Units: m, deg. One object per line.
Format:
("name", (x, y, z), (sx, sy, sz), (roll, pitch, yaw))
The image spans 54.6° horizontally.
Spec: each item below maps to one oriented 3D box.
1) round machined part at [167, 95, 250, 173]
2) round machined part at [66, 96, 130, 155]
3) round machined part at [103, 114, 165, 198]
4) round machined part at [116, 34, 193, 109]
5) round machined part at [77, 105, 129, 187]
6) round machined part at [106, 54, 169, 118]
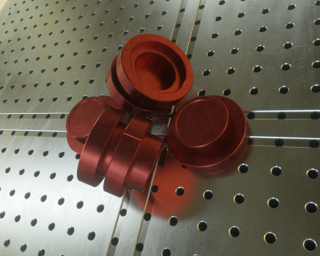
("round machined part", (0.053, 0.001, 0.370), (0.098, 0.042, 0.098), (-13, 56, 21))
("round machined part", (-0.097, -0.007, 0.453), (0.098, 0.042, 0.098), (-13, 56, 21))
("round machined part", (-0.026, 0.037, 0.365), (0.042, 0.098, 0.098), (23, 71, 3))
("round machined part", (-0.010, -0.069, 0.401), (0.042, 0.099, 0.098), (-41, 35, 56))
("round machined part", (-0.056, 0.026, 0.370), (0.042, 0.098, 0.098), (22, 71, 3))
("round machined part", (-0.026, -0.058, 0.426), (0.042, 0.099, 0.098), (-41, 35, 56))
